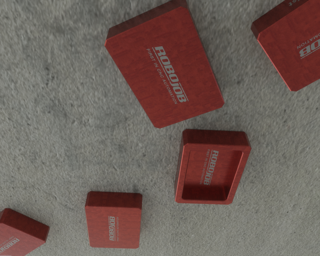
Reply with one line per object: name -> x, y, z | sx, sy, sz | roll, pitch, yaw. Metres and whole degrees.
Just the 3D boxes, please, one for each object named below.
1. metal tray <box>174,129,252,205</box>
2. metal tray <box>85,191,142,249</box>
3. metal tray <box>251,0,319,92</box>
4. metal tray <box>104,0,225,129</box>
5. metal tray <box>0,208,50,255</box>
metal tray -> 0.072, 0.061, 0.457 | 0.091, 0.030, 0.129 | 3, 130, -3
metal tray -> -0.079, 0.164, 0.543 | 0.091, 0.030, 0.129 | 3, 130, -4
metal tray -> 0.174, -0.106, 0.317 | 0.130, 0.030, 0.090 | -32, 124, 24
metal tray -> 0.010, -0.065, 0.348 | 0.090, 0.030, 0.130 | -19, 128, 15
metal tray -> -0.281, 0.204, 0.574 | 0.130, 0.030, 0.090 | -36, 122, 26
